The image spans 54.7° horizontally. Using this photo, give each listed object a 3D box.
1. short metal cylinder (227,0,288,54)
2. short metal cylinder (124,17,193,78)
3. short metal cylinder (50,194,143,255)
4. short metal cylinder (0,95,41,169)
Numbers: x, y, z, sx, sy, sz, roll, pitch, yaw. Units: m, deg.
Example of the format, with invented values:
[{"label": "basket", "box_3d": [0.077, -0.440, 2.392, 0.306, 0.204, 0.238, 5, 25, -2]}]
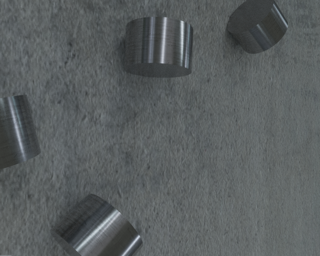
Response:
[{"label": "short metal cylinder", "box_3d": [0.158, -0.169, 0.504, 0.050, 0.080, 0.080, 38, 67, -34]}, {"label": "short metal cylinder", "box_3d": [-0.002, -0.093, 0.369, 0.081, 0.080, 0.050, 4, 88, -40]}, {"label": "short metal cylinder", "box_3d": [-0.064, 0.114, 0.317, 0.050, 0.080, 0.080, -44, 117, -31]}, {"label": "short metal cylinder", "box_3d": [-0.144, 0.005, 0.249, 0.081, 0.080, 0.050, -18, 102, -39]}]
